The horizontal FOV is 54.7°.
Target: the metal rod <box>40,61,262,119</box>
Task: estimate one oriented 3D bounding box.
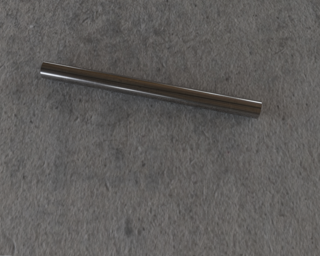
[{"bbox_3d":[-0.014,-0.053,0.427,0.302,0.025,0.025,11,70,3],"label":"metal rod"}]
